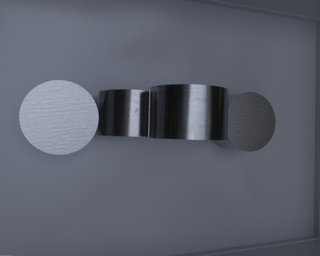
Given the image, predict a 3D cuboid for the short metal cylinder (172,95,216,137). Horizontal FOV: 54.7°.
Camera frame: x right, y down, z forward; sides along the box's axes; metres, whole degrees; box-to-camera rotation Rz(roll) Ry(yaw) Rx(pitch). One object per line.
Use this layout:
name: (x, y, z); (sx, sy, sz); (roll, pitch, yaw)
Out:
short metal cylinder: (0.043, -0.013, 0.395); (0.081, 0.080, 0.050); (2, 89, -20)

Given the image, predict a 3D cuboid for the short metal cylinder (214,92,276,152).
short metal cylinder: (0.113, -0.008, 0.437); (0.081, 0.050, 0.080); (0, 90, -20)

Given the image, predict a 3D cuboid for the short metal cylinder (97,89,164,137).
short metal cylinder: (-0.033, -0.016, 0.367); (0.081, 0.080, 0.050); (2, 89, -20)

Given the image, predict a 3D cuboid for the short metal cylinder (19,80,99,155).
short metal cylinder: (-0.114, -0.011, 0.353); (0.081, 0.050, 0.080); (0, 90, -20)

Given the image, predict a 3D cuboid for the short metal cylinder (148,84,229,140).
short metal cylinder: (0.028, -0.014, 0.317); (0.081, 0.080, 0.050); (2, 89, -20)
